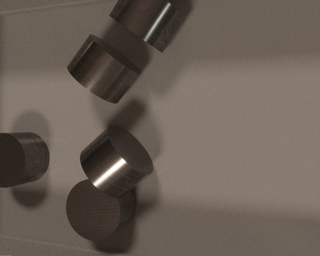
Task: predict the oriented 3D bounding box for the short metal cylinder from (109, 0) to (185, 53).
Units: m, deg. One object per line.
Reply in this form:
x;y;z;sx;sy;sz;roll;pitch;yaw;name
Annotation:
-0.016;-0.138;0.386;0.080;0.080;0.050;38;102;15;short metal cylinder

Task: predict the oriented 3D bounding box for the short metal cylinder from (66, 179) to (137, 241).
-0.079;0.106;0.424;0.080;0.050;0.079;0;90;19;short metal cylinder

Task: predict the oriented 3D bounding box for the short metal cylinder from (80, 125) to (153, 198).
-0.055;0.042;0.399;0.050;0.080;0.080;-41;77;15;short metal cylinder

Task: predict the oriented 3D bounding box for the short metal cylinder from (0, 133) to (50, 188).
-0.219;0.047;0.472;0.080;0.050;0.079;0;90;19;short metal cylinder

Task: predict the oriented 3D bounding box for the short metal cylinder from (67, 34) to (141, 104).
-0.072;-0.077;0.406;0.080;0.080;0.050;43;103;14;short metal cylinder
